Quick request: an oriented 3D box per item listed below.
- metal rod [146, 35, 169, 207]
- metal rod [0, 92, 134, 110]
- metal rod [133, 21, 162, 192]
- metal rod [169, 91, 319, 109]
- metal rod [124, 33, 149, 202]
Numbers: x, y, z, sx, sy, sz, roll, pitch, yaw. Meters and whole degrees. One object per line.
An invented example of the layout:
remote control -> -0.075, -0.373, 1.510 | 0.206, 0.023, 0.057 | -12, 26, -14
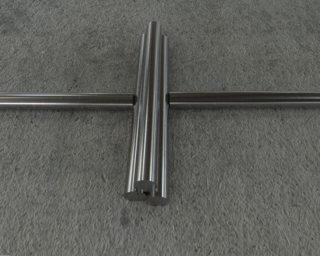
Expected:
metal rod -> 0.000, -0.034, 0.434 | 0.025, 0.025, 0.300 | 1, 50, 0
metal rod -> -0.188, -0.038, 0.434 | 0.302, 0.025, 0.025 | 0, 50, 0
metal rod -> -0.013, -0.053, 0.423 | 0.025, 0.025, 0.300 | 1, 50, 0
metal rod -> 0.164, -0.040, 0.440 | 0.302, 0.025, 0.025 | 0, 50, -1
metal rod -> -0.024, -0.039, 0.438 | 0.025, 0.025, 0.300 | 1, 50, 0
